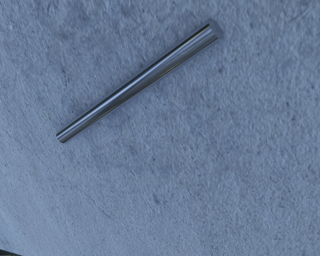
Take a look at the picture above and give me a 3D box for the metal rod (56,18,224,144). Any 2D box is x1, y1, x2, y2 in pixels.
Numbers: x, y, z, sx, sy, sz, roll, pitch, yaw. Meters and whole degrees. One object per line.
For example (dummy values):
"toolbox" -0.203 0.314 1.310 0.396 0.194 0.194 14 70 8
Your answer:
"metal rod" -0.048 -0.044 0.403 0.299 0.025 0.025 -28 103 37
